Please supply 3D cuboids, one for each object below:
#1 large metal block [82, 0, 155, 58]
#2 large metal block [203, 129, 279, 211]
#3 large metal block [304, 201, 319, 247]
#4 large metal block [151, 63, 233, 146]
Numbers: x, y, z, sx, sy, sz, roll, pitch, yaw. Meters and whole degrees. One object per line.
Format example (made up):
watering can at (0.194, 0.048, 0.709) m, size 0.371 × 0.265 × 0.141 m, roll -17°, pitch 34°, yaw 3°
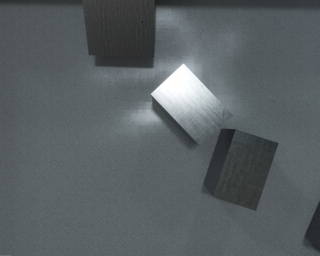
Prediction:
large metal block at (-0.046, -0.135, 0.379) m, size 0.081 × 0.050 × 0.079 m, roll 2°, pitch 127°, yaw 0°
large metal block at (0.096, 0.047, 0.384) m, size 0.050 × 0.080 × 0.080 m, roll 18°, pitch 90°, yaw 0°
large metal block at (0.237, 0.122, 0.386) m, size 0.050 × 0.080 × 0.080 m, roll 23°, pitch 90°, yaw 0°
large metal block at (0.036, -0.026, 0.384) m, size 0.050 × 0.080 × 0.080 m, roll -43°, pitch 90°, yaw 0°
